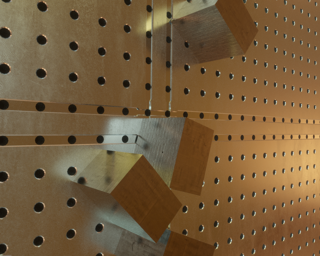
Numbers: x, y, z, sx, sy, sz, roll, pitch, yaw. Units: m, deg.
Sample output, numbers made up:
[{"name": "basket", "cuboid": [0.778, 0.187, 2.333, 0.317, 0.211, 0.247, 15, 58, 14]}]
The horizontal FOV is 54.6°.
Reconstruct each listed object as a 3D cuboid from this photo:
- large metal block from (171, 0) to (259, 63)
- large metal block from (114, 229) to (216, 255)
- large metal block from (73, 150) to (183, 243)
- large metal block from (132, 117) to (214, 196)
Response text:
[{"name": "large metal block", "cuboid": [0.077, -0.144, 0.436, 0.080, 0.080, 0.050, 47, 62, -30]}, {"name": "large metal block", "cuboid": [0.006, 0.149, 0.378, 0.080, 0.080, 0.050, 32, 70, -35]}, {"name": "large metal block", "cuboid": [-0.036, 0.072, 0.342, 0.050, 0.080, 0.080, -50, 120, -28]}, {"name": "large metal block", "cuboid": [0.012, 0.033, 0.383, 0.050, 0.080, 0.080, 23, 76, -38]}]
